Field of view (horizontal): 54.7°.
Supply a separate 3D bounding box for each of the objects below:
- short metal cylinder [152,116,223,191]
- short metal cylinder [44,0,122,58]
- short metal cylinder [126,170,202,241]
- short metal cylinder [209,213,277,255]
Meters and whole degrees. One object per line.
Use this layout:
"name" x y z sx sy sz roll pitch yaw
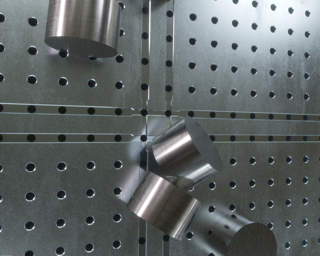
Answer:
"short metal cylinder" 0.035 0.032 0.389 0.050 0.080 0.080 -35 104 20
"short metal cylinder" -0.086 -0.115 0.351 0.081 0.080 0.050 6 88 -20
"short metal cylinder" 0.005 0.095 0.385 0.080 0.080 0.050 35 79 -17
"short metal cylinder" 0.118 0.168 0.443 0.081 0.050 0.079 0 90 -20
